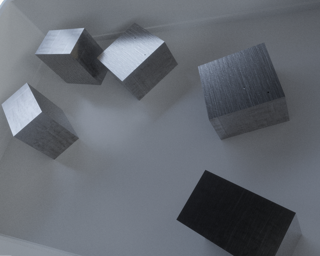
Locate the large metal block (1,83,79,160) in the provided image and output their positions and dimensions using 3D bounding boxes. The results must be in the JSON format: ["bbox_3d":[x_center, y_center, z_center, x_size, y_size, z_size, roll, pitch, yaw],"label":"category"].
[{"bbox_3d":[-0.180,-0.010,0.469,0.050,0.080,0.080,-42,51,0],"label":"large metal block"}]

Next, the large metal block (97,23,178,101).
[{"bbox_3d":[-0.035,-0.101,0.468,0.080,0.050,0.080,-44,51,-3],"label":"large metal block"}]

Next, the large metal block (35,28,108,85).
[{"bbox_3d":[-0.141,-0.116,0.513,0.080,0.080,0.050,7,66,31],"label":"large metal block"}]

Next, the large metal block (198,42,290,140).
[{"bbox_3d":[0.097,-0.042,0.364,0.080,0.050,0.080,-18,55,17],"label":"large metal block"}]

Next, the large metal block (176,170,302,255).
[{"bbox_3d":[0.074,0.089,0.277,0.080,0.080,0.050,23,74,36],"label":"large metal block"}]
